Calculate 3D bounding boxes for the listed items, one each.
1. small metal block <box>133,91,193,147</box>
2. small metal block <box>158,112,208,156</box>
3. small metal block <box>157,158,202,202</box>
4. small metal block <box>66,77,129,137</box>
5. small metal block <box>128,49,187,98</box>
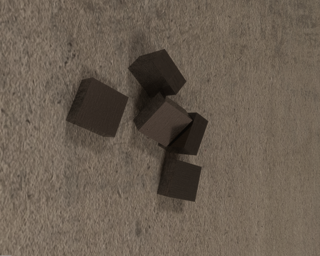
[{"bbox_3d":[0.004,-0.010,0.393,0.050,0.025,0.050,32,109,-36],"label":"small metal block"},{"bbox_3d":[0.031,0.007,0.417,0.025,0.050,0.050,34,69,-35],"label":"small metal block"},{"bbox_3d":[0.028,0.072,0.430,0.050,0.025,0.050,21,77,-38],"label":"small metal block"},{"bbox_3d":[-0.069,-0.022,0.348,0.050,0.025,0.050,28,73,-37],"label":"small metal block"},{"bbox_3d":[-0.004,-0.067,0.387,0.050,0.050,0.025,52,59,-28],"label":"small metal block"}]
